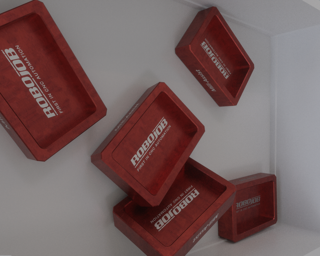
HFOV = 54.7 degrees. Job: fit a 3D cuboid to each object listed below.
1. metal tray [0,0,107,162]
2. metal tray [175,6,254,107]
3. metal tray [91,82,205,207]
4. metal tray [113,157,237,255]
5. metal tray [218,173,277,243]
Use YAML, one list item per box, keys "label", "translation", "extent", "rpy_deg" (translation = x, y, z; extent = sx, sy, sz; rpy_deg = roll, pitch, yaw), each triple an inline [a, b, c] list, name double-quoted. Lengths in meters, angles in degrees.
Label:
- label: "metal tray"
  translation: [-0.121, -0.044, 0.301]
  extent: [0.090, 0.030, 0.130]
  rpy_deg: [-42, 116, -32]
- label: "metal tray"
  translation: [0.089, -0.106, 0.477]
  extent: [0.130, 0.030, 0.090]
  rpy_deg: [44, 64, -31]
- label: "metal tray"
  translation: [-0.009, 0.018, 0.378]
  extent: [0.090, 0.030, 0.130]
  rpy_deg: [46, 58, -16]
- label: "metal tray"
  translation: [0.020, 0.095, 0.378]
  extent: [0.131, 0.090, 0.030]
  rpy_deg: [-34, 140, -35]
- label: "metal tray"
  translation: [0.153, 0.131, 0.531]
  extent: [0.131, 0.030, 0.089]
  rpy_deg: [-4, 92, -40]
